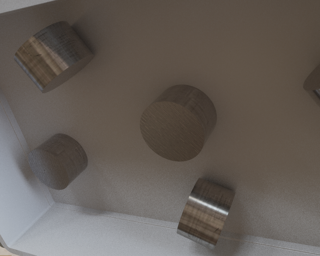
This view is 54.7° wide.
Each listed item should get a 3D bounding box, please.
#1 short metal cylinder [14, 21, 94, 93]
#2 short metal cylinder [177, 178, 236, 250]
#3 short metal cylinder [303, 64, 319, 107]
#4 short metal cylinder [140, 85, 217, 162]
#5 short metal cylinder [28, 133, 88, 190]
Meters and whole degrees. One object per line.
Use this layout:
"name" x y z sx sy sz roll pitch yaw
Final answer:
"short metal cylinder" -0.131 -0.088 0.388 0.080 0.080 0.050 -31 101 38
"short metal cylinder" 0.062 0.112 0.410 0.050 0.080 0.079 21 126 15
"short metal cylinder" 0.171 -0.039 0.258 0.050 0.080 0.080 48 129 -5
"short metal cylinder" 0.023 -0.006 0.376 0.080 0.050 0.079 13 124 21
"short metal cylinder" -0.169 0.056 0.516 0.080 0.050 0.079 13 124 21
